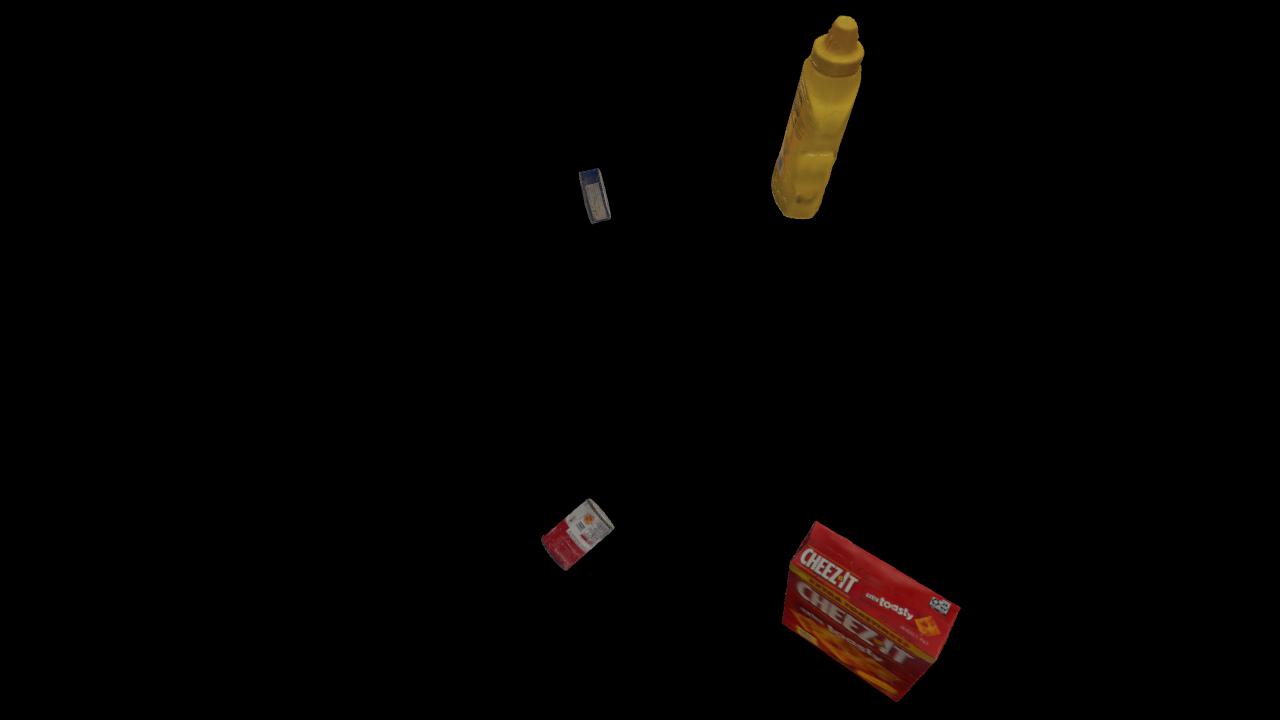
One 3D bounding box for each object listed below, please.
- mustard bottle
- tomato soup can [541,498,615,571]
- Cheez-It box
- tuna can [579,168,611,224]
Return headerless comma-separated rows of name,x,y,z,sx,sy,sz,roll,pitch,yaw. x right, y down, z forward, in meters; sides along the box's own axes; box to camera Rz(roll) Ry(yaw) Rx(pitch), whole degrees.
mustard bottle,0.163,-0.223,0.565,0.054,0.092,0.184,9,-29,5
tomato soup can,-0.100,0.280,0.994,0.101,0.068,0.068,-40,4,-5
Cheez-It box,0.259,0.302,0.726,0.166,0.071,0.223,28,-29,28
tuna can,-0.072,-0.264,0.989,0.034,0.084,0.084,-13,-1,3
